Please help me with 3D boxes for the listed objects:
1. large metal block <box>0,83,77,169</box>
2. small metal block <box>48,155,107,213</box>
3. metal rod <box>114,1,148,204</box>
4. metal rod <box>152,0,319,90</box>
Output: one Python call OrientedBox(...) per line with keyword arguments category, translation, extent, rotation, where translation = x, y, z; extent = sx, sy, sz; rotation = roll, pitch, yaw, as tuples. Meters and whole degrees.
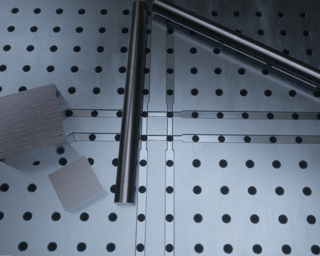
OrientedBox(category="large metal block", translation=(-0.161, -0.002, 0.398), extent=(0.081, 0.050, 0.080), rotation=(-16, 71, -6))
OrientedBox(category="small metal block", translation=(-0.102, 0.070, 0.385), extent=(0.050, 0.025, 0.050), rotation=(-29, 73, -10))
OrientedBox(category="metal rod", translation=(-0.037, -0.048, 0.428), extent=(0.025, 0.025, 0.299), rotation=(2, 70, 1))
OrientedBox(category="metal rod", translation=(0.125, -0.122, 0.457), extent=(0.301, 0.025, 0.025), rotation=(28, 72, 9))
